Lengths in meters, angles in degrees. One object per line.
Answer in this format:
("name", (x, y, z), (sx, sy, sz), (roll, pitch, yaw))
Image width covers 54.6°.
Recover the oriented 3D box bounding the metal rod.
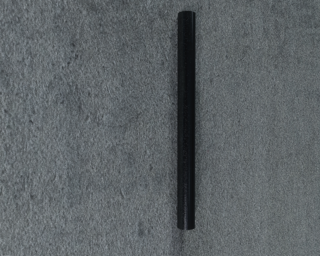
("metal rod", (0.037, -0.010, 0.434), (0.025, 0.025, 0.298), (0, 90, -40))
